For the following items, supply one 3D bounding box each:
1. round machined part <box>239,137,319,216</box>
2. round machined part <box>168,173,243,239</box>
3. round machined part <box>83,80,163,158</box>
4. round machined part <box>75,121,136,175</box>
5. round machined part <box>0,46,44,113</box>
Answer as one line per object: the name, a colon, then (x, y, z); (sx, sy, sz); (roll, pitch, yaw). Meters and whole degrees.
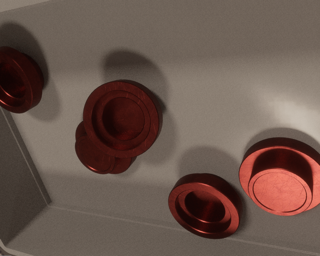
round machined part: (0.141, 0.063, 0.362); (0.098, 0.042, 0.097); (13, 124, 20)
round machined part: (0.064, 0.101, 0.426); (0.098, 0.042, 0.097); (13, 124, 20)
round machined part: (-0.044, -0.014, 0.398); (0.098, 0.042, 0.097); (3, 105, 12)
round machined part: (-0.085, 0.030, 0.459); (0.098, 0.042, 0.097); (13, 124, 20)
round machined part: (-0.215, -0.074, 0.462); (0.098, 0.042, 0.097); (13, 124, 20)
